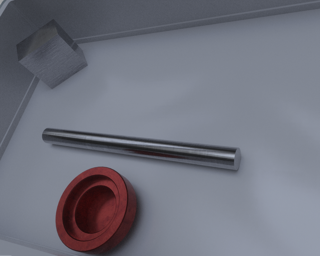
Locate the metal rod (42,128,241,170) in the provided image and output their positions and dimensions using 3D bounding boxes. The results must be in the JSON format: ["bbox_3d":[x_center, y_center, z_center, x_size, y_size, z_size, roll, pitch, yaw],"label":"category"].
[{"bbox_3d":[-0.045,0.023,0.413,0.300,0.025,0.025,5,64,30],"label":"metal rod"}]

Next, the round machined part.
[{"bbox_3d":[-0.071,0.099,0.370,0.098,0.042,0.098,-13,56,20],"label":"round machined part"}]

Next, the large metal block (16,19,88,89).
[{"bbox_3d":[-0.189,-0.128,0.545,0.080,0.080,0.050,-32,52,7],"label":"large metal block"}]
